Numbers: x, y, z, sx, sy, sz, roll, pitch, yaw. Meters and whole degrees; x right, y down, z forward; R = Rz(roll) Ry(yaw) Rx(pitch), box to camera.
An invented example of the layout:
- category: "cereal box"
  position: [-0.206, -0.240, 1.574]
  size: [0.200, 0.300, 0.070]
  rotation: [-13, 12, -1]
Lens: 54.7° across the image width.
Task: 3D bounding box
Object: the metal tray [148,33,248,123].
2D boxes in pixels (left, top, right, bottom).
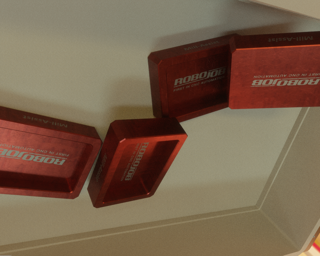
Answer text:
- category: "metal tray"
  position: [0.053, -0.062, 0.397]
  size: [0.131, 0.030, 0.089]
  rotation: [-18, 126, -19]

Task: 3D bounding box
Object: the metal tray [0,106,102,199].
- category: "metal tray"
  position: [-0.142, 0.031, 0.347]
  size: [0.131, 0.030, 0.089]
  rotation: [14, 111, -35]

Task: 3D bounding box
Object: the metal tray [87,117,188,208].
- category: "metal tray"
  position: [-0.031, 0.045, 0.389]
  size: [0.091, 0.030, 0.129]
  rotation: [-4, 136, -34]

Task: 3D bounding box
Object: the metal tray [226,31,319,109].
- category: "metal tray"
  position: [0.149, -0.067, 0.373]
  size: [0.131, 0.030, 0.090]
  rotation: [-1, 136, 7]
